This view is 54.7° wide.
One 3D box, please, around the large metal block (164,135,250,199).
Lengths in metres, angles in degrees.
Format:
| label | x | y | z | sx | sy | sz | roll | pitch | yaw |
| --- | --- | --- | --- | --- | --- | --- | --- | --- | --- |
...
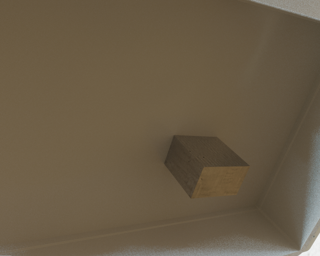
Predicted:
| label | x | y | z | sx | sy | sz | roll | pitch | yaw |
| --- | --- | --- | --- | --- | --- | --- | --- | --- | --- |
| large metal block | 0.065 | 0.053 | 0.443 | 0.081 | 0.080 | 0.050 | 3 | 117 | -30 |
